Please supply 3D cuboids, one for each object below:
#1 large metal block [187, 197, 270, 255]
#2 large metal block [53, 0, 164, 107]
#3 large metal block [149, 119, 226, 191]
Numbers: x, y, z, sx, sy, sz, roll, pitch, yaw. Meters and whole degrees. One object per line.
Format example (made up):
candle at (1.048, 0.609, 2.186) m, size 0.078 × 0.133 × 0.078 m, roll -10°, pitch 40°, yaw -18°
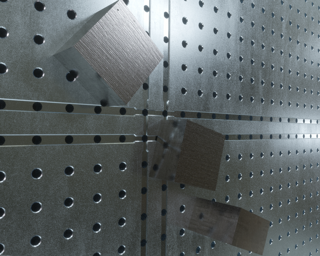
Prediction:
large metal block at (0.103, 0.146, 0.463) m, size 0.080 × 0.080 × 0.050 m, roll 31°, pitch 71°, yaw -36°
large metal block at (-0.055, -0.081, 0.348) m, size 0.080 × 0.050 × 0.080 m, roll 49°, pitch 61°, yaw -29°
large metal block at (0.039, 0.038, 0.428) m, size 0.080 × 0.050 × 0.080 m, roll 20°, pitch 77°, yaw -39°
